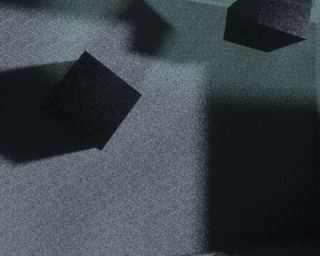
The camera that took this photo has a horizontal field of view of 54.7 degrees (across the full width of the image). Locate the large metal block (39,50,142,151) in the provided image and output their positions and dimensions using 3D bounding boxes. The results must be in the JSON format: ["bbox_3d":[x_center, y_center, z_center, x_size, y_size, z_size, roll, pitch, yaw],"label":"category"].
[{"bbox_3d":[-0.082,-0.030,0.367,0.080,0.050,0.080,38,78,-16],"label":"large metal block"}]

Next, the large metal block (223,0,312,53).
[{"bbox_3d":[0.148,-0.148,0.435,0.081,0.080,0.050,9,87,-20],"label":"large metal block"}]
